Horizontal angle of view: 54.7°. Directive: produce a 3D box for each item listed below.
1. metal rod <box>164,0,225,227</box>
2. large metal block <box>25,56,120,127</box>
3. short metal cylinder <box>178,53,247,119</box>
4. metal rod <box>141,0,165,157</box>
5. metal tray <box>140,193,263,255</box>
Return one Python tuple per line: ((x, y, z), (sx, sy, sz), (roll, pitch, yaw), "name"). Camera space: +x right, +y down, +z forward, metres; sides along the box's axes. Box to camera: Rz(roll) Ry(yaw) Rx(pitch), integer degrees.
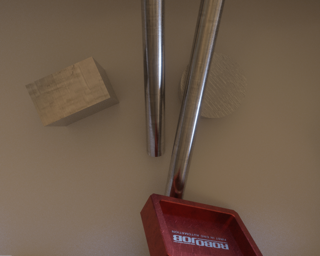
((0.033, -0.004, 0.367), (0.025, 0.025, 0.298), (9, 108, -1), "metal rod")
((-0.102, -0.041, 0.383), (0.080, 0.080, 0.050), (-24, 90, 0), "large metal block")
((0.065, -0.052, 0.400), (0.081, 0.050, 0.079), (0, 90, -1), "short metal cylinder")
((-0.007, -0.098, 0.340), (0.025, 0.025, 0.298), (-1, 120, 0), "metal rod")
((0.049, 0.127, 0.355), (0.131, 0.090, 0.030), (17, 114, -24), "metal tray")
